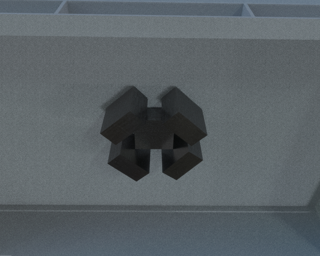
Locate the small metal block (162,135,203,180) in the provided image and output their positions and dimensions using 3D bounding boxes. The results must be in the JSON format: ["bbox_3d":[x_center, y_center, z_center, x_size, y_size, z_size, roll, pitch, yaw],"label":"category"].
[{"bbox_3d":[0.028,0.034,0.418,0.025,0.050,0.050,33,122,-26],"label":"small metal block"}]

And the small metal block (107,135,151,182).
[{"bbox_3d":[-0.040,0.036,0.421,0.025,0.050,0.050,-37,121,28],"label":"small metal block"}]

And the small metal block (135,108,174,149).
[{"bbox_3d":[-0.007,0.001,0.407,0.050,0.025,0.050,0,130,-1],"label":"small metal block"}]

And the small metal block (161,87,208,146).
[{"bbox_3d":[0.029,-0.014,0.378,0.025,0.050,0.050,-38,122,26],"label":"small metal block"}]

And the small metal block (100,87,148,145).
[{"bbox_3d":[-0.043,-0.015,0.377,0.050,0.050,0.025,-34,122,26],"label":"small metal block"}]
